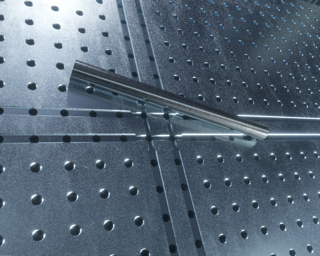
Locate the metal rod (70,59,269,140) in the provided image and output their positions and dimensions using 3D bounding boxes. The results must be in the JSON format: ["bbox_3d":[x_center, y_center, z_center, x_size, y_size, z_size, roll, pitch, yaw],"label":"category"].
[{"bbox_3d":[0.026,-0.034,0.442,0.302,0.025,0.025,17,55,-19],"label":"metal rod"}]
